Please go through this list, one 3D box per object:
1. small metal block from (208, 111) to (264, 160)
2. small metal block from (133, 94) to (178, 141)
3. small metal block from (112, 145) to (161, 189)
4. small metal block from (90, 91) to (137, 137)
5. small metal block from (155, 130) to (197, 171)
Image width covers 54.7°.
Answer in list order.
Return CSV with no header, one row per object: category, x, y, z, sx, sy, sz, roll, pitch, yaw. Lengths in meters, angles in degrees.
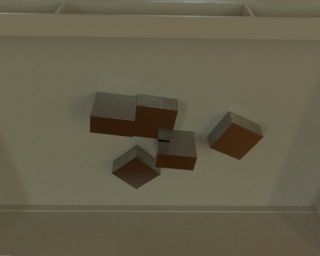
small metal block,0.101,0.011,0.419,0.050,0.025,0.050,22,127,-18
small metal block,-0.007,-0.013,0.398,0.050,0.025,0.050,7,130,-7
small metal block,-0.035,0.059,0.458,0.050,0.025,0.050,-35,122,26
small metal block,-0.055,-0.017,0.377,0.050,0.050,0.025,7,130,-6
small metal block,0.021,0.028,0.417,0.050,0.050,0.025,6,130,-5
